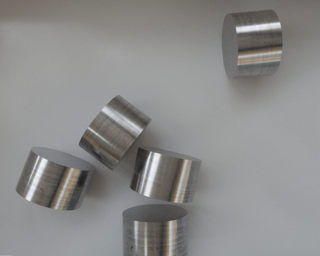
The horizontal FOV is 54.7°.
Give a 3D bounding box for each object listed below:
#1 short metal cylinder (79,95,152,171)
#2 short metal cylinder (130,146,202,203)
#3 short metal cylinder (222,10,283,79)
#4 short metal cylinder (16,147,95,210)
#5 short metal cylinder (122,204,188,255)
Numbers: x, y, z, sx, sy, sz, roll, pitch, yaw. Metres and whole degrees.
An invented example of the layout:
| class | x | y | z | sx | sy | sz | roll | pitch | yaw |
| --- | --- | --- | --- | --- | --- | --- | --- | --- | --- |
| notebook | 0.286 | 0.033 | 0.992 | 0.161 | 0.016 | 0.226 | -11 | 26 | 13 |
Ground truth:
| class | x | y | z | sx | sy | sz | roll | pitch | yaw |
| --- | --- | --- | --- | --- | --- | --- | --- | --- | --- |
| short metal cylinder | -0.054 | 0.006 | 0.383 | 0.050 | 0.080 | 0.080 | 37 | 90 | -1 |
| short metal cylinder | 0.007 | 0.056 | 0.384 | 0.080 | 0.080 | 0.050 | 13 | 90 | -1 |
| short metal cylinder | 0.111 | -0.103 | 0.385 | 0.050 | 0.080 | 0.079 | -6 | 90 | 0 |
| short metal cylinder | -0.127 | 0.061 | 0.382 | 0.080 | 0.080 | 0.050 | 21 | 90 | -1 |
| short metal cylinder | -0.006 | 0.129 | 0.384 | 0.081 | 0.080 | 0.050 | -1 | 90 | -1 |
